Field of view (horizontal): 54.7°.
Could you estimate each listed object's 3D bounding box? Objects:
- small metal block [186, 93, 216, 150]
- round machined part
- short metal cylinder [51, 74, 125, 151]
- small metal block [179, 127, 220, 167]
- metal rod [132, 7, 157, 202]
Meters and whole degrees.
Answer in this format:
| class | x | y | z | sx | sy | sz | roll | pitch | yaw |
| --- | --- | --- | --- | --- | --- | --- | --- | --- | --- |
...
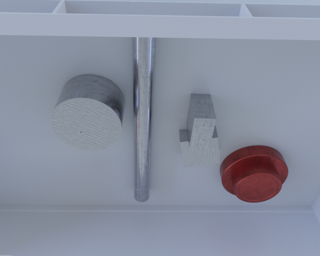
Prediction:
| class | x | y | z | sx | sy | sz | roll | pitch | yaw |
| --- | --- | --- | --- | --- | --- | --- | --- | --- | --- |
| small metal block | 0.050 | -0.008 | 0.387 | 0.025 | 0.050 | 0.050 | 3 | 130 | -3 |
| round machined part | 0.142 | 0.075 | 0.464 | 0.099 | 0.042 | 0.097 | -1 | 130 | 0 |
| short metal cylinder | -0.085 | -0.018 | 0.376 | 0.081 | 0.050 | 0.079 | 0 | 130 | 0 |
| small metal block | 0.055 | 0.026 | 0.432 | 0.050 | 0.025 | 0.050 | -8 | 130 | 6 |
| metal rod | -0.022 | -0.003 | 0.405 | 0.025 | 0.025 | 0.298 | 2 | 130 | -2 |
